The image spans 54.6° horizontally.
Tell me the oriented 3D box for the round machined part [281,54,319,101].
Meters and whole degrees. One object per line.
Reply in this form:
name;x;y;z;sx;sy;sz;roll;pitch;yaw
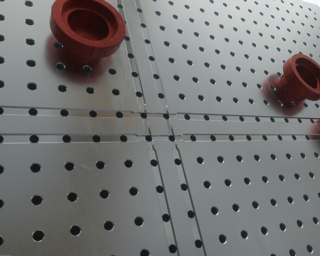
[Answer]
round machined part;0.277;-0.093;0.602;0.099;0.042;0.098;13;56;-21

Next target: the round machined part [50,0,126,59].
round machined part;-0.100;-0.134;0.425;0.099;0.042;0.098;13;56;-21
